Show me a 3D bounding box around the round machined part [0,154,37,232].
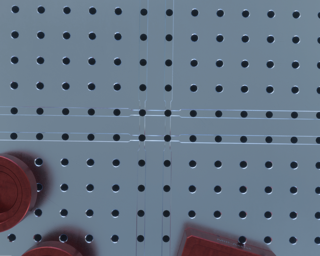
[{"bbox_3d":[-0.208,0.082,0.402,0.099,0.042,0.097,0,90,-1],"label":"round machined part"}]

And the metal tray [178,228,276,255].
[{"bbox_3d":[0.085,0.197,0.412,0.131,0.030,0.090,17,90,-1],"label":"metal tray"}]

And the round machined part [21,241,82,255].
[{"bbox_3d":[-0.140,0.195,0.403,0.099,0.042,0.097,0,90,-1],"label":"round machined part"}]
